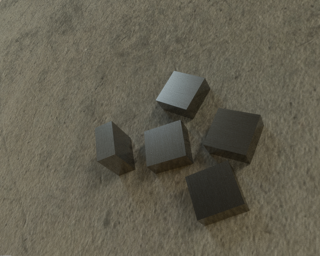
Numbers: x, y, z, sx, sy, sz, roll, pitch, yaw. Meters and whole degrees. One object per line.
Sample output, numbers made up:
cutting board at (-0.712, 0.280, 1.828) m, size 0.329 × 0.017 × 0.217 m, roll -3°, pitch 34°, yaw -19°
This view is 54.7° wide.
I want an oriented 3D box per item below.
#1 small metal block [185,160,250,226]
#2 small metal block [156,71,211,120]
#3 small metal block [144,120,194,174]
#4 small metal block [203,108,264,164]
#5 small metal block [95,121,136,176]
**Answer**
small metal block at (0.060, 0.069, 0.329) m, size 0.050 × 0.025 × 0.050 m, roll -24°, pitch 53°, yaw 13°
small metal block at (0.031, -0.045, 0.414) m, size 0.050 × 0.025 × 0.050 m, roll 21°, pitch 72°, yaw 35°
small metal block at (0.010, 0.024, 0.383) m, size 0.050 × 0.025 × 0.050 m, roll -18°, pitch 55°, yaw 17°
small metal block at (0.085, 0.008, 0.354) m, size 0.050 × 0.025 × 0.050 m, roll 13°, pitch 68°, yaw 33°
small metal block at (-0.058, 0.027, 0.400) m, size 0.025 × 0.050 × 0.050 m, roll -23°, pitch 54°, yaw 14°
